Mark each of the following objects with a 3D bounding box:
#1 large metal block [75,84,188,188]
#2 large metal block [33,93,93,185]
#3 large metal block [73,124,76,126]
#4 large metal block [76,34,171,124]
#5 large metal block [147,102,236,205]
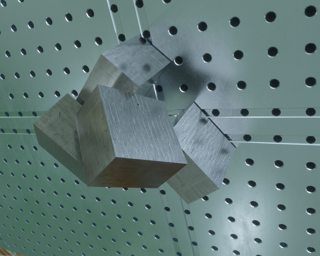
[{"bbox_3d":[-0.030,0.011,0.306,0.050,0.081,0.080,-45,50,34],"label":"large metal block"},{"bbox_3d":[-0.099,0.017,0.371,0.080,0.050,0.080,41,154,0],"label":"large metal block"},{"bbox_3d":[-0.087,0.020,0.451,0.080,0.050,0.080,43,129,-2],"label":"large metal block"},{"bbox_3d":[-0.043,-0.053,0.362,0.050,0.080,0.080,41,129,0],"label":"large metal block"},{"bbox_3d":[0.037,0.029,0.371,0.080,0.080,0.050,47,129,-5],"label":"large metal block"}]
